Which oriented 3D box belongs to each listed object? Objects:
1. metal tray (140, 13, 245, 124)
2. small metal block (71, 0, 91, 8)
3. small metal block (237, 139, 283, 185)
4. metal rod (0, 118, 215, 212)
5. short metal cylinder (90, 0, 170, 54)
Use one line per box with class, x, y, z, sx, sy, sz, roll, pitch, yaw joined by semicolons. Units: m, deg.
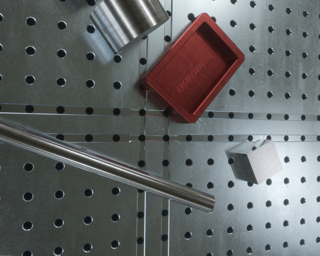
metal tray;0.047;-0.081;0.428;0.090;0.030;0.130;43;76;-15
small metal block;-0.095;-0.184;0.378;0.050;0.025;0.050;-37;102;-16
small metal block;0.152;0.051;0.471;0.050;0.025;0.050;-25;99;-19
metal rod;-0.061;0.052;0.391;0.302;0.025;0.025;23;82;-19
short metal cylinder;-0.036;-0.132;0.371;0.080;0.080;0.050;-37;102;-17
